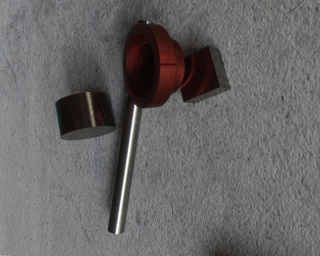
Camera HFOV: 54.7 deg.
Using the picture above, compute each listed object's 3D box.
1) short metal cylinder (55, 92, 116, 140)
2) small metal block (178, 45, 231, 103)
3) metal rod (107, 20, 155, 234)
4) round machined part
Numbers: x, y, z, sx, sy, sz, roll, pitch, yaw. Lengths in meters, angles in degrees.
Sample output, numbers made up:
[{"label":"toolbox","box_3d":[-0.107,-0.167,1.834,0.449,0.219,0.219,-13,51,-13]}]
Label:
[{"label":"short metal cylinder","box_3d":[-0.109,-0.016,0.456,0.080,0.081,0.050,-20,77,38]},{"label":"small metal block","box_3d":[0.049,-0.061,0.363,0.050,0.025,0.050,-21,77,37]},{"label":"metal rod","box_3d":[-0.042,0.004,0.437,0.025,0.025,0.298,15,99,39]},{"label":"round machined part","box_3d":[-0.006,-0.073,0.371,0.098,0.042,0.097,20,114,58]}]
